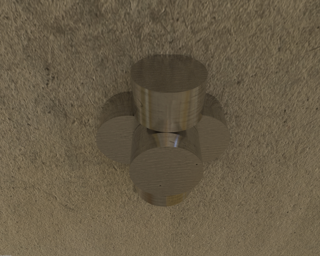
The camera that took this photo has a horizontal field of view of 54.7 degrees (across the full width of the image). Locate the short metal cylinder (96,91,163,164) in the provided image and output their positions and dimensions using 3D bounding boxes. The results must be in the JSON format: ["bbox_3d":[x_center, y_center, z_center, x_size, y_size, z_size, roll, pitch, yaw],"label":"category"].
[{"bbox_3d":[-0.036,0.000,0.392,0.081,0.050,0.079,0,130,0],"label":"short metal cylinder"}]

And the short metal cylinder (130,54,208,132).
[{"bbox_3d":[0.010,-0.040,0.339,0.081,0.080,0.050,0,130,-1],"label":"short metal cylinder"}]

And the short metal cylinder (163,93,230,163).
[{"bbox_3d":[0.044,0.000,0.393,0.081,0.050,0.079,0,130,0],"label":"short metal cylinder"}]

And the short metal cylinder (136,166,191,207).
[{"bbox_3d":[0.005,0.059,0.424,0.081,0.080,0.050,0,130,-1],"label":"short metal cylinder"}]

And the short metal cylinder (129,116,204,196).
[{"bbox_3d":[0.007,0.033,0.354,0.081,0.050,0.079,0,130,0],"label":"short metal cylinder"}]
